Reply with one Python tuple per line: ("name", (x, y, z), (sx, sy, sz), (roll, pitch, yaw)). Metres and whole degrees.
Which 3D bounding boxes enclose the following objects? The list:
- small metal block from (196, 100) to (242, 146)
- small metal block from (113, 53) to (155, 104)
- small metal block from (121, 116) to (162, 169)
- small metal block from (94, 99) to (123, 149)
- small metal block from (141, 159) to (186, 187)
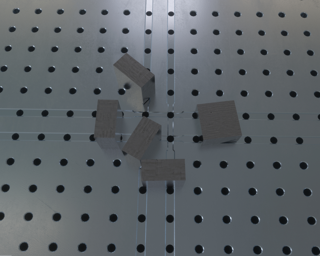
("small metal block", (0.077, -0.007, 0.415), (0.050, 0.025, 0.050), (-7, 70, -3))
("small metal block", (-0.034, -0.066, 0.423), (0.050, 0.050, 0.025), (40, 75, 13))
("small metal block", (-0.022, 0.020, 0.391), (0.025, 0.050, 0.050), (29, 73, 10))
("small metal block", (-0.065, -0.003, 0.399), (0.025, 0.050, 0.050), (2, 70, 1))
("small metal block", (0.004, 0.056, 0.378), (0.050, 0.050, 0.025), (-1, 70, 0))
